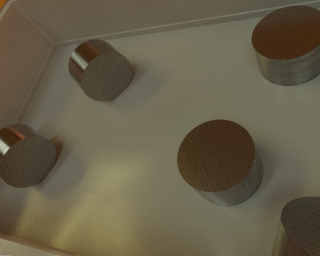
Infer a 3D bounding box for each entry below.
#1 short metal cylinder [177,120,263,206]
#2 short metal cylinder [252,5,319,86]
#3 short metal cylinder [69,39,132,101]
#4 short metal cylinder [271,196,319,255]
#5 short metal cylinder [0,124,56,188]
[{"bbox_3d":[0.065,0.038,0.332,0.080,0.050,0.080,-13,56,21],"label":"short metal cylinder"},{"bbox_3d":[0.155,-0.097,0.368,0.080,0.050,0.080,-13,56,21],"label":"short metal cylinder"},{"bbox_3d":[-0.091,-0.088,0.472,0.080,0.080,0.050,-44,51,-2],"label":"short metal cylinder"},{"bbox_3d":[0.130,0.097,0.236,0.081,0.050,0.080,2,24,-1],"label":"short metal cylinder"},{"bbox_3d":[-0.202,0.040,0.452,0.050,0.080,0.080,26,76,37],"label":"short metal cylinder"}]
